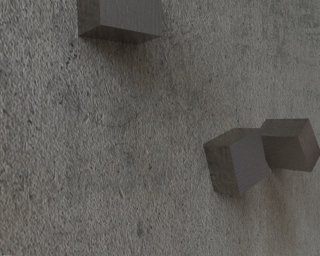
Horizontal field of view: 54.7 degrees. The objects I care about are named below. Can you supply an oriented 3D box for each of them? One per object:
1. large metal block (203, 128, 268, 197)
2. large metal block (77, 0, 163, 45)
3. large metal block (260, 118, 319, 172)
[{"bbox_3d":[0.121,0.050,0.490,0.081,0.050,0.080,-23,105,-38],"label":"large metal block"},{"bbox_3d":[-0.045,-0.144,0.350,0.081,0.050,0.079,-3,92,-40],"label":"large metal block"},{"bbox_3d":[0.233,0.030,0.564,0.050,0.080,0.080,-46,118,-30],"label":"large metal block"}]
